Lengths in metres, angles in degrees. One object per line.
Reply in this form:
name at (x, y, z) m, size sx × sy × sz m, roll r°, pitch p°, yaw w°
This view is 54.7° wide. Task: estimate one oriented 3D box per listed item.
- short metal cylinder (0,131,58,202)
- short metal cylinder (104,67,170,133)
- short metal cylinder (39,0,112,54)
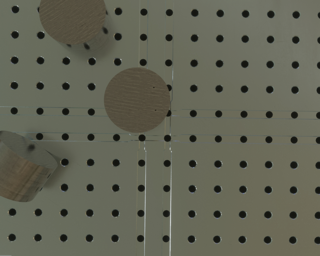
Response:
short metal cylinder at (-0.177, 0.047, 0.384) m, size 0.080 × 0.080 × 0.050 m, roll 36°, pitch 90°, yaw -1°
short metal cylinder at (-0.028, -0.034, 0.401) m, size 0.081 × 0.050 × 0.079 m, roll 0°, pitch 90°, yaw -1°
short metal cylinder at (-0.106, -0.141, 0.399) m, size 0.081 × 0.050 × 0.079 m, roll 0°, pitch 90°, yaw -1°
